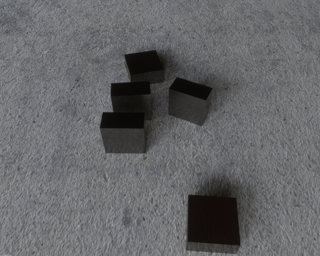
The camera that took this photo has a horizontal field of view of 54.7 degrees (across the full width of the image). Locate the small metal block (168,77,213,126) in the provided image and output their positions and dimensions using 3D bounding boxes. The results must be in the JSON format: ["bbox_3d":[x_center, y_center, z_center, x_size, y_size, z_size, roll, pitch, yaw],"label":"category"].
[{"bbox_3d":[0.040,-0.035,0.416,0.050,0.050,0.025,20,53,16],"label":"small metal block"}]

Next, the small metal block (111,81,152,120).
[{"bbox_3d":[-0.038,-0.035,0.416,0.050,0.050,0.025,-4,50,-3],"label":"small metal block"}]

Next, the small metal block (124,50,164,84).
[{"bbox_3d":[-0.025,-0.093,0.481,0.050,0.025,0.050,-11,51,-9],"label":"small metal block"}]

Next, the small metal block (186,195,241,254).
[{"bbox_3d":[0.053,0.099,0.320,0.050,0.025,0.050,3,50,3],"label":"small metal block"}]

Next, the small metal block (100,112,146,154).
[{"bbox_3d":[-0.043,0.007,0.381,0.050,0.050,0.025,1,50,0],"label":"small metal block"}]
